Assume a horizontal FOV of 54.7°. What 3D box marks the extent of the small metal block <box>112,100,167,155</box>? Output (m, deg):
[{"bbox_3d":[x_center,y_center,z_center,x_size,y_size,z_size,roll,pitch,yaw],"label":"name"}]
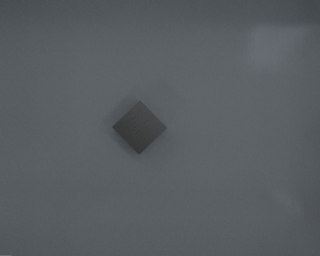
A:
[{"bbox_3d":[-0.026,-0.001,0.411,0.050,0.025,0.050,-44,91,0],"label":"small metal block"}]
